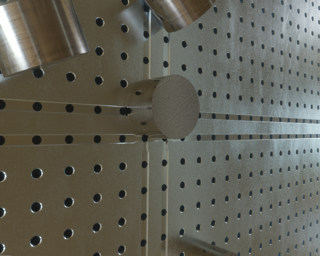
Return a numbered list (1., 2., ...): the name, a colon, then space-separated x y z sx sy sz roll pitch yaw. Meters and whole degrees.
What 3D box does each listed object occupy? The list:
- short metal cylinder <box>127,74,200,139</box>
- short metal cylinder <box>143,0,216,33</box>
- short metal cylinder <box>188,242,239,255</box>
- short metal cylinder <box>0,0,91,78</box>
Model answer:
1. short metal cylinder: 0.005 -0.026 0.399 0.081 0.050 0.079 0 90 -40
2. short metal cylinder: 0.026 -0.169 0.396 0.050 0.080 0.080 48 61 -30
3. short metal cylinder: 0.079 0.219 0.462 0.081 0.050 0.079 0 90 -40
4. short metal cylinder: -0.111 -0.082 0.281 0.081 0.080 0.050 -28 108 -37
